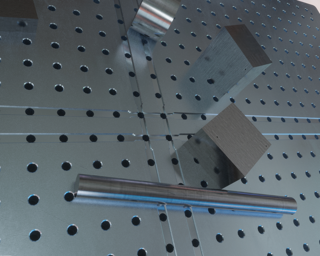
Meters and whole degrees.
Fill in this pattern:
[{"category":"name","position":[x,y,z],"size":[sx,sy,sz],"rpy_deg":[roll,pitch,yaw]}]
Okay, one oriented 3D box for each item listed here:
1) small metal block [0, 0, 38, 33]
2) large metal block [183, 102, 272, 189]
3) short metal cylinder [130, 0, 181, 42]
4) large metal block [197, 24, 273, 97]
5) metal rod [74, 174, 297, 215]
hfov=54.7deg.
[{"category":"small metal block","position":[-0.190,-0.152,0.399],"size":[0.050,0.025,0.050],"rpy_deg":[-8,66,-32]},{"category":"large metal block","position":[0.094,0.023,0.431],"size":[0.080,0.050,0.081],"rpy_deg":[49,51,6]},{"category":"short metal cylinder","position":[-0.007,-0.181,0.481],"size":[0.050,0.080,0.080],"rpy_deg":[24,53,-14]},{"category":"large metal block","position":[0.119,-0.109,0.506],"size":[0.050,0.080,0.080],"rpy_deg":[-19,72,-36]},{"category":"metal rod","position":[0.050,0.086,0.384],"size":[0.302,0.025,0.025],"rpy_deg":[11,57,-23]}]
